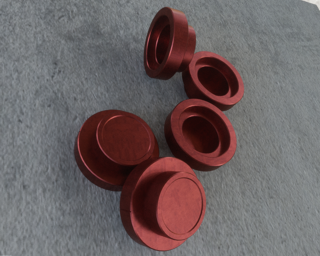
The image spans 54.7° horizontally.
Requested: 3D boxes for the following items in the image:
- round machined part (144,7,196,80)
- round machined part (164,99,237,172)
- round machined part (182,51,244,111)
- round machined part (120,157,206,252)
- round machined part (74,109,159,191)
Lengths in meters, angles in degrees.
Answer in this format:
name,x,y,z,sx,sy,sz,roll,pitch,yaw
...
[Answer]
name,x,y,z,sx,sy,sz,roll,pitch,yaw
round machined part,0.016,-0.116,0.438,0.042,0.097,0.098,7,59,-25
round machined part,0.049,0.013,0.414,0.099,0.042,0.098,14,56,-21
round machined part,0.077,-0.067,0.477,0.099,0.042,0.098,14,56,-21
round machined part,0.010,0.080,0.327,0.099,0.042,0.097,4,83,-39
round machined part,-0.045,0.020,0.358,0.099,0.042,0.098,14,56,-21
